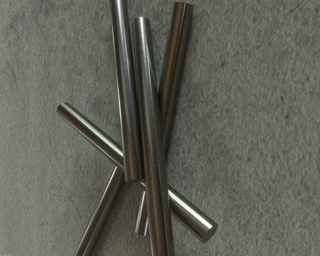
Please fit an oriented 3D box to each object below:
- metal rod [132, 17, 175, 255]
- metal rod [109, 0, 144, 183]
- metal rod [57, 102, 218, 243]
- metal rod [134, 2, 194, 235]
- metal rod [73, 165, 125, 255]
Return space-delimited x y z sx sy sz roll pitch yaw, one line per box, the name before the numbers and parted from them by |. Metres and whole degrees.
metal rod | -0.011 -0.005 0.371 0.025 0.025 0.299 -23 63 37
metal rod | -0.046 -0.078 0.408 0.025 0.025 0.299 -23 66 37
metal rod | -0.050 0.041 0.409 0.300 0.025 0.025 34 111 34
metal rod | 0.003 -0.005 0.400 0.025 0.025 0.298 17 100 38
metal rod | -0.077 0.101 0.465 0.025 0.025 0.298 38 113 33
